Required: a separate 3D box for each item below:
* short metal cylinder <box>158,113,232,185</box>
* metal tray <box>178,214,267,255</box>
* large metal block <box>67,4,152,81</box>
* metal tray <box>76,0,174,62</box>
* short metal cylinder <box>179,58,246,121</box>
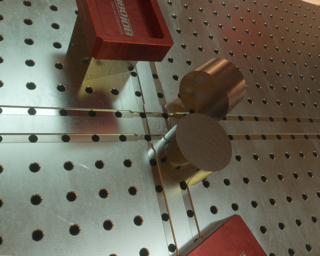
[{"bbox_3d":[0.044,0.028,0.399,0.081,0.050,0.080,14,56,-21],"label":"short metal cylinder"},{"bbox_3d":[0.065,0.166,0.338,0.131,0.030,0.090,-24,75,-37],"label":"metal tray"},{"bbox_3d":[-0.066,-0.113,0.406,0.081,0.080,0.050,-20,73,-36],"label":"large metal block"},{"bbox_3d":[-0.046,-0.139,0.361,0.091,0.030,0.130,-5,64,-30],"label":"metal tray"},{"bbox_3d":[0.075,-0.054,0.446,0.080,0.080,0.050,48,51,5],"label":"short metal cylinder"}]
